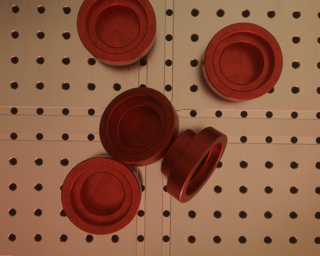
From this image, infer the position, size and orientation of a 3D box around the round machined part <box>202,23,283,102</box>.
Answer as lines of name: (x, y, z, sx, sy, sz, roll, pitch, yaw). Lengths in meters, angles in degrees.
round machined part: (0.104, -0.083, 0.406, 0.099, 0.042, 0.097, 0, 90, -1)

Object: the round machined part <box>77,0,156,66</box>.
round machined part: (-0.054, -0.130, 0.404, 0.099, 0.042, 0.097, 0, 90, -1)

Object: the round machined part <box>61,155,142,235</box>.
round machined part: (-0.073, 0.084, 0.403, 0.099, 0.042, 0.097, 0, 92, 0)

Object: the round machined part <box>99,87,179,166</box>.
round machined part: (-0.023, 0.001, 0.392, 0.098, 0.042, 0.098, -6, 69, 16)

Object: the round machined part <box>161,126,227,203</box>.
round machined part: (0.038, 0.040, 0.383, 0.042, 0.098, 0.098, 33, 90, 24)
